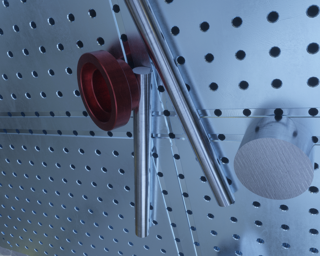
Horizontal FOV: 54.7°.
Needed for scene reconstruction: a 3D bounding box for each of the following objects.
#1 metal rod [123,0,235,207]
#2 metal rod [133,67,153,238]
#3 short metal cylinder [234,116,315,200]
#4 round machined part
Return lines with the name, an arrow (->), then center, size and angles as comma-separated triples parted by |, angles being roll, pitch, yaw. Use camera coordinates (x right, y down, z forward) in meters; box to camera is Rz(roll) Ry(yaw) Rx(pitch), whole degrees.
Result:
metal rod -> 0.028, -0.028, 0.378 | 0.025, 0.025, 0.299 | -14, 112, 34
metal rod -> -0.026, 0.055, 0.458 | 0.025, 0.025, 0.298 | 15, 125, 19
short metal cylinder -> 0.129, 0.033, 0.347 | 0.080, 0.050, 0.079 | 13, 124, 21
round machined part -> -0.062, -0.048, 0.386 | 0.098, 0.042, 0.097 | 32, 133, 43
